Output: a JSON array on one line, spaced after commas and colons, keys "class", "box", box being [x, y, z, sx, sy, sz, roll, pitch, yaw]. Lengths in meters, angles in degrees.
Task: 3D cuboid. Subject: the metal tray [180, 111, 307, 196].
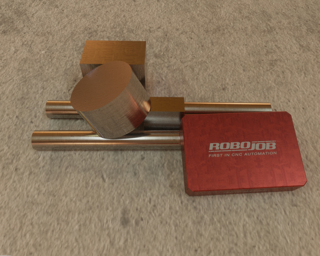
[{"class": "metal tray", "box": [0.092, 0.029, 0.360, 0.131, 0.030, 0.090, -2, 68, -4]}]

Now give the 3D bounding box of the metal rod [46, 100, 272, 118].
[{"class": "metal rod", "box": [-0.002, -0.024, 0.425, 0.302, 0.025, 0.025, 1, 50, 0]}]

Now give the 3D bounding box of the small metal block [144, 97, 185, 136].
[{"class": "small metal block", "box": [0.005, -0.014, 0.399, 0.050, 0.050, 0.025, 1, 50, 0]}]

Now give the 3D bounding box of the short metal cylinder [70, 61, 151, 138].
[{"class": "short metal cylinder", "box": [-0.058, -0.034, 0.370, 0.080, 0.050, 0.080, -16, 46, 17]}]

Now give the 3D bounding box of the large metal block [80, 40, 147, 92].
[{"class": "large metal block", "box": [-0.059, -0.073, 0.430, 0.081, 0.080, 0.050, 1, 50, 0]}]

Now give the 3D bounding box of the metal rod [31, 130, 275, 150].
[{"class": "metal rod", "box": [-0.006, 0.015, 0.392, 0.302, 0.025, 0.025, 0, 50, -1]}]
